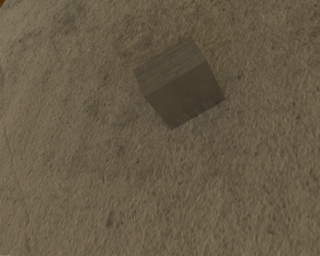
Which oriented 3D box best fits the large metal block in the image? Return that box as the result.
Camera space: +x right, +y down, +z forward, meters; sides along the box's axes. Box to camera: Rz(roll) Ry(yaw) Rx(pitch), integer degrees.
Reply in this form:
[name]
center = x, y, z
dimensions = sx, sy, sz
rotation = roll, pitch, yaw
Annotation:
[large metal block]
center = 0.026, -0.054, 0.389
dimensions = 0.080, 0.080, 0.050
rotation = -30, 52, 9
